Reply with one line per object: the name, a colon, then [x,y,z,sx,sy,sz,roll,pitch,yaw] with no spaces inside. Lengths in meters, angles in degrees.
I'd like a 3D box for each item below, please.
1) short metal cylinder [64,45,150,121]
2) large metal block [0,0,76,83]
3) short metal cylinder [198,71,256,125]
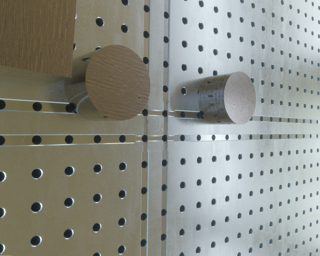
short metal cylinder: [-0.058,-0.048,0.346,0.081,0.050,0.079,0,90,-40]
large metal block: [-0.128,-0.090,0.286,0.081,0.050,0.080,5,87,-40]
short metal cylinder: [0.105,-0.045,0.484,0.081,0.050,0.079,0,90,-40]
